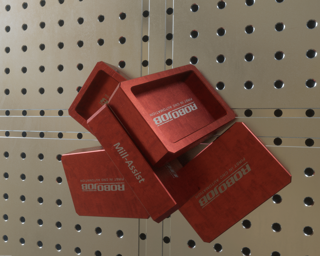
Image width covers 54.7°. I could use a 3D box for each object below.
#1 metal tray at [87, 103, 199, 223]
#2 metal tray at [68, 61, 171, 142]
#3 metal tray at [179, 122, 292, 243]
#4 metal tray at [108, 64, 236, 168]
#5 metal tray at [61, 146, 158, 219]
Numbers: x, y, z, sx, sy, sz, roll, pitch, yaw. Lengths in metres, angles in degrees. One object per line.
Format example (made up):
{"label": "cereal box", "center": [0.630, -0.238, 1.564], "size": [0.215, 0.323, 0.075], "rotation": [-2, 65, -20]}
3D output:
{"label": "metal tray", "center": [-0.015, 0.034, 0.350], "size": [0.030, 0.090, 0.130], "rotation": [-40, 78, 15]}
{"label": "metal tray", "center": [-0.054, -0.020, 0.427], "size": [0.130, 0.030, 0.090], "rotation": [38, 102, 15]}
{"label": "metal tray", "center": [0.079, 0.065, 0.380], "size": [0.130, 0.030, 0.090], "rotation": [-43, 77, 14]}
{"label": "metal tray", "center": [0.019, -0.021, 0.350], "size": [0.090, 0.131, 0.030], "rotation": [53, 134, 12]}
{"label": "metal tray", "center": [-0.066, 0.069, 0.407], "size": [0.130, 0.030, 0.089], "rotation": [-9, 98, 34]}
